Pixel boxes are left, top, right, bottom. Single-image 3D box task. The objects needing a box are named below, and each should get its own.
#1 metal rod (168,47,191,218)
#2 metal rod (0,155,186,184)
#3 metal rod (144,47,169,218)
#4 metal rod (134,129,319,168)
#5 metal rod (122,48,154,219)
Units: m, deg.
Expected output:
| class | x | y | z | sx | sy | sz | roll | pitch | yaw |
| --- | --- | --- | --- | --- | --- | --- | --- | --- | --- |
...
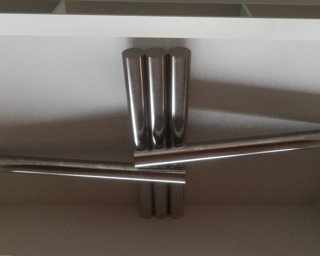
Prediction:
| class | x | y | z | sx | sy | sz | roll | pitch | yaw |
| --- | --- | --- | --- | --- | --- | --- | --- | --- | --- |
| metal rod | 0.025 | 0.030 | 0.434 | 0.025 | 0.025 | 0.298 | -1 | 130 | 0 |
| metal rod | -0.116 | 0.056 | 0.432 | 0.302 | 0.025 | 0.025 | 3 | 130 | 5 |
| metal rod | -0.001 | 0.031 | 0.434 | 0.025 | 0.025 | 0.298 | -1 | 130 | 0 |
| metal rod | 0.117 | 0.024 | 0.407 | 0.302 | 0.025 | 0.025 | -6 | 130 | -4 |
| metal rod | -0.026 | 0.031 | 0.434 | 0.025 | 0.025 | 0.298 | -1 | 130 | 0 |
